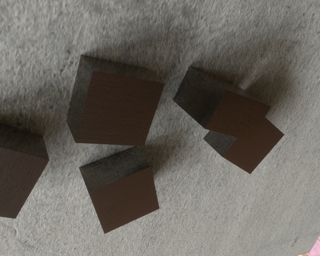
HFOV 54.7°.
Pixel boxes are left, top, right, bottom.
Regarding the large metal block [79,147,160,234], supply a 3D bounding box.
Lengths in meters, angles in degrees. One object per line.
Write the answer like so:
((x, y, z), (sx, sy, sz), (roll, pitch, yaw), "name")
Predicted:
((-0.053, 0.081, 0.414), (0.081, 0.050, 0.079), (-21, 127, -16), "large metal block")

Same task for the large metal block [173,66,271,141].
((0.077, -0.032, 0.396), (0.081, 0.080, 0.050), (13, 112, -34), "large metal block")

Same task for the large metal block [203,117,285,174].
((0.128, 0.013, 0.471), (0.080, 0.050, 0.080), (31, 101, -38), "large metal block")

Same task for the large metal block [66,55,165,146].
((-0.052, -0.028, 0.346), (0.081, 0.050, 0.079), (5, 116, -31), "large metal block")

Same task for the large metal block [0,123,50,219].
((-0.175, 0.041, 0.321), (0.080, 0.050, 0.080), (23, 106, -37), "large metal block")
